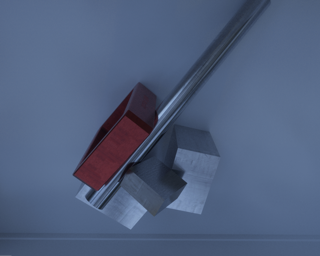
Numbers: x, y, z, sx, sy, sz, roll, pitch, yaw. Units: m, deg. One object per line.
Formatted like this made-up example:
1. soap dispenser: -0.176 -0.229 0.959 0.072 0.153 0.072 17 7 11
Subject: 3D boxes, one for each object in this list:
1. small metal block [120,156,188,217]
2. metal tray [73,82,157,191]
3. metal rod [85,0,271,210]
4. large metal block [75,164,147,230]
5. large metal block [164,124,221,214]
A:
1. small metal block: -0.006 0.062 0.340 0.050 0.050 0.025 38 117 19
2. metal tray: -0.045 0.003 0.354 0.030 0.130 0.090 39 106 -12
3. metal rod: 0.022 -0.033 0.350 0.025 0.025 0.300 40 88 -14
4. large metal block: -0.054 0.072 0.408 0.080 0.080 0.050 35 106 -12
5. large metal block: 0.035 0.050 0.401 0.050 0.080 0.079 13 110 -5
